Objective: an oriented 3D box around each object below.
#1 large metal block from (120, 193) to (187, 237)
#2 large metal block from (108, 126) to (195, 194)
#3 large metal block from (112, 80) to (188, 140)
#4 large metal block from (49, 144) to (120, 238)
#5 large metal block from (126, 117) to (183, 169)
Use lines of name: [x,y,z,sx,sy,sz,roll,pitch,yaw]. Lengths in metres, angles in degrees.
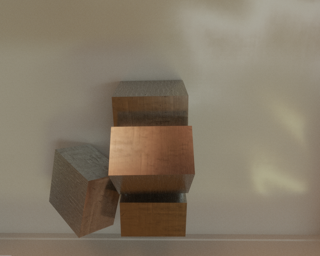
large metal block: [-0.008,0.099,0.416,0.081,0.080,0.050,0,110,-1]
large metal block: [-0.008,0.037,0.334,0.081,0.080,0.050,-1,65,0]
large metal block: [-0.010,-0.024,0.370,0.081,0.080,0.050,-1,110,0]
large metal block: [-0.097,0.077,0.399,0.050,0.080,0.079,-7,119,-44]
large metal block: [-0.010,0.031,0.409,0.081,0.050,0.079,-1,110,0]
